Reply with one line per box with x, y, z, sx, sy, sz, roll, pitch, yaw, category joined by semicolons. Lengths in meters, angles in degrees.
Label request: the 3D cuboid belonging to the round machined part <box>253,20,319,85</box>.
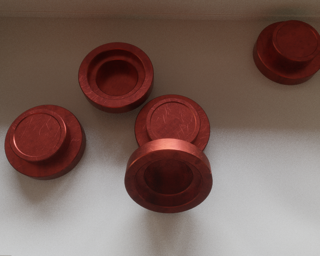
0.189;-0.115;0.445;0.099;0.042;0.098;0;70;-1;round machined part

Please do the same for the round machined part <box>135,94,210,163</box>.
0.016;0.000;0.401;0.099;0.042;0.098;0;70;-1;round machined part

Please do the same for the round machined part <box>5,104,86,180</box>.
-0.148;0.014;0.394;0.099;0.042;0.098;0;70;-1;round machined part

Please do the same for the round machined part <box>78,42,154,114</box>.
-0.058;-0.064;0.423;0.099;0.042;0.098;0;70;-1;round machined part

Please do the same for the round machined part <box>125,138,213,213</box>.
0.010;0.051;0.363;0.099;0.097;0.042;2;34;0;round machined part
